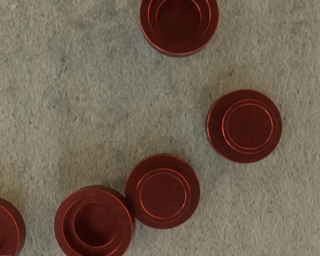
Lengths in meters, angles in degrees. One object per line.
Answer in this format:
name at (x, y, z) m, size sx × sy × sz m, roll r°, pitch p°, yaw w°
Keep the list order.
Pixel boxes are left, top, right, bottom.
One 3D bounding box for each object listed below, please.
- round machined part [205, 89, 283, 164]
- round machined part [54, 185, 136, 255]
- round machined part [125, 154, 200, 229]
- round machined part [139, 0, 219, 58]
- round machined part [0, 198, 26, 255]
round machined part at (0.111, -0.002, 0.403) m, size 0.099 × 0.042 × 0.097 m, roll 0°, pitch 90°, yaw -1°
round machined part at (-0.079, 0.121, 0.396) m, size 0.099 × 0.042 × 0.097 m, roll 0°, pitch 93°, yaw 6°
round machined part at (0.003, 0.083, 0.402) m, size 0.099 × 0.042 × 0.097 m, roll 0°, pitch 90°, yaw -1°
round machined part at (0.024, -0.140, 0.402) m, size 0.099 × 0.042 × 0.097 m, roll 0°, pitch 90°, yaw -1°
round machined part at (-0.221, 0.135, 0.399) m, size 0.099 × 0.042 × 0.097 m, roll 0°, pitch 90°, yaw -1°
